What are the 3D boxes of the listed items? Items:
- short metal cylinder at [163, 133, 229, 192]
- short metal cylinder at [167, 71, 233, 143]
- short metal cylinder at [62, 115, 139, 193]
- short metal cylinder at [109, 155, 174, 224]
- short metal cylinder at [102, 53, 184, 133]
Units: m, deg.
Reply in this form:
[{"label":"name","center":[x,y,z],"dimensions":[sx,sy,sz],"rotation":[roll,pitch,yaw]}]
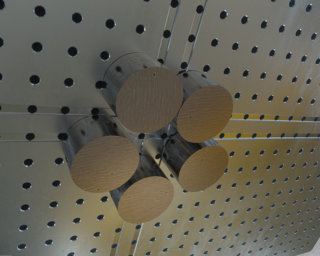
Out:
[{"label":"short metal cylinder","center":[0.051,0.046,0.450],"dimensions":[0.081,0.050,0.079],"rotation":[-14,126,-20]},{"label":"short metal cylinder","center":[0.046,-0.028,0.402],"dimensions":[0.081,0.050,0.079],"rotation":[-14,124,-21]},{"label":"short metal cylinder","center":[-0.072,0.031,0.374],"dimensions":[0.081,0.050,0.079],"rotation":[-14,125,-21]},{"label":"short metal cylinder","center":[-0.027,0.085,0.431],"dimensions":[0.081,0.050,0.079],"rotation":[-13,124,-21]},{"label":"short metal cylinder","center":[-0.020,-0.041,0.358],"dimensions":[0.081,0.050,0.079],"rotation":[-14,125,-21]}]
